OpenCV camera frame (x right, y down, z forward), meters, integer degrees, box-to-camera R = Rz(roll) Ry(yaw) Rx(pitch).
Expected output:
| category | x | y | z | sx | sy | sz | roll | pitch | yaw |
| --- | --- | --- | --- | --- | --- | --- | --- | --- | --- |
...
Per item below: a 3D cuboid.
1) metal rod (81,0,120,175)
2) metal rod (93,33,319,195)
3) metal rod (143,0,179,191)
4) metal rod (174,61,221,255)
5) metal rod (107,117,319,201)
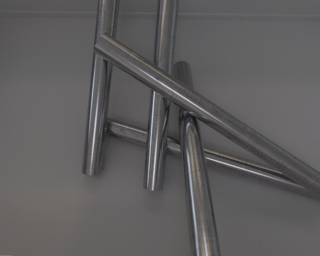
| category | x | y | z | sx | sy | sz | roll | pitch | yaw |
| --- | --- | --- | --- | --- | --- | --- | --- | --- | --- |
| metal rod | -0.068 | -0.091 | 0.375 | 0.025 | 0.025 | 0.298 | 7 | 96 | 2 |
| metal rod | 0.060 | -0.013 | 0.350 | 0.301 | 0.025 | 0.025 | 32 | 73 | -4 |
| metal rod | 0.004 | -0.075 | 0.371 | 0.025 | 0.025 | 0.298 | 5 | 94 | 2 |
| metal rod | 0.035 | 0.022 | 0.338 | 0.025 | 0.025 | 0.300 | -2 | 46 | -1 |
| metal rod | 0.066 | 0.038 | 0.395 | 0.301 | 0.025 | 0.025 | 17 | 71 | 6 |
